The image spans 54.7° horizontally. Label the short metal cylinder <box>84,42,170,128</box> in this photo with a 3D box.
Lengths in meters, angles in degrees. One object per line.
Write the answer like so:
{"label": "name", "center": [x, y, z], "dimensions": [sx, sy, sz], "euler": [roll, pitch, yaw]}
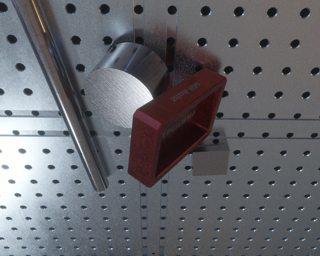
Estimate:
{"label": "short metal cylinder", "center": [-0.035, -0.046, 0.340], "dimensions": [0.080, 0.050, 0.080], "euler": [13, 137, 13]}

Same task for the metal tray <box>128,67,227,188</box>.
{"label": "metal tray", "center": [0.021, -0.004, 0.346], "dimensions": [0.030, 0.131, 0.089], "euler": [31, 134, 24]}

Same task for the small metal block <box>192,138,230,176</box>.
{"label": "small metal block", "center": [0.072, 0.043, 0.450], "dimensions": [0.050, 0.025, 0.050], "euler": [-3, 130, 2]}

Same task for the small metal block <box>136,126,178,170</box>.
{"label": "small metal block", "center": [-0.004, 0.027, 0.418], "dimensions": [0.050, 0.050, 0.025], "euler": [-8, 130, 6]}

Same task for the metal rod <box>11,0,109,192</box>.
{"label": "metal rod", "center": [-0.113, -0.022, 0.390], "dimensions": [0.025, 0.025, 0.298], "euler": [-6, 130, 5]}
